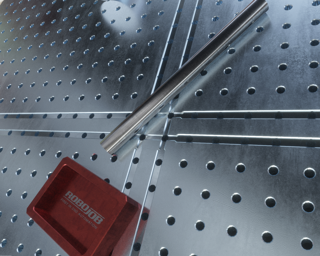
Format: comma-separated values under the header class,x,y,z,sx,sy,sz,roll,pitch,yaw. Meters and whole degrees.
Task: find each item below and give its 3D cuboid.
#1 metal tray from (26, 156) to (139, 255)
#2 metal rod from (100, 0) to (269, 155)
class,x,y,z,sx,sy,sz,roll,pitch,yaw
metal tray,-0.101,0.102,0.393,0.130,0.030,0.090,24,74,36
metal rod,0.035,-0.074,0.433,0.300,0.025,0.025,-43,51,-2
